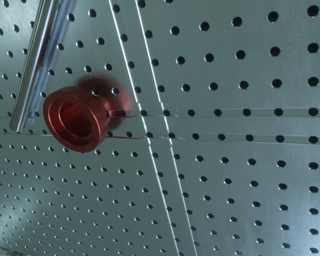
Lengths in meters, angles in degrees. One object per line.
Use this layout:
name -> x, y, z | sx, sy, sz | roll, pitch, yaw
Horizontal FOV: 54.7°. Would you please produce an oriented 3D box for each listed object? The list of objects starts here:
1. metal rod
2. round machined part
metal rod -> -0.181, -0.096, 0.447 | 0.025, 0.025, 0.298 | 38, 129, 2
round machined part -> -0.117, -0.016, 0.452 | 0.098, 0.042, 0.097 | 13, 124, 21
